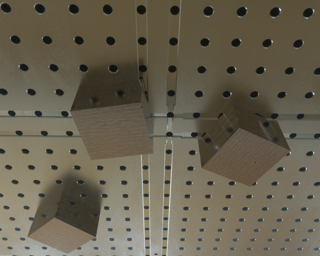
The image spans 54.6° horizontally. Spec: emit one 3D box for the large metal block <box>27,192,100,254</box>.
[{"bbox_3d":[-0.163,0.165,0.534,0.080,0.050,0.080,-37,121,27],"label":"large metal block"}]

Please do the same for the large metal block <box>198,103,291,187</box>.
[{"bbox_3d":[0.109,0.025,0.417,0.080,0.050,0.080,22,127,-18],"label":"large metal block"}]

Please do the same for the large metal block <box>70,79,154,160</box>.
[{"bbox_3d":[-0.055,-0.009,0.387,0.080,0.050,0.080,-7,130,5],"label":"large metal block"}]
